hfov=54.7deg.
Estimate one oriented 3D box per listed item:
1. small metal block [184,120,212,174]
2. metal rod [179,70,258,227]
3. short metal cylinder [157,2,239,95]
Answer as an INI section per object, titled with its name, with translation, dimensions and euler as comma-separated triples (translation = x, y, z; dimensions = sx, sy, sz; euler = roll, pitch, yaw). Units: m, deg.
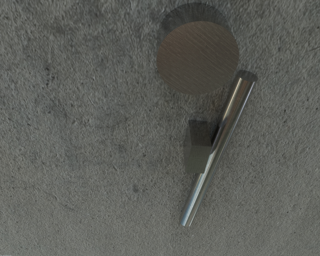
[small metal block]
translation = 0.048, 0.025, 0.413
dimensions = 0.025, 0.050, 0.050
euler = 4, 130, -4
[metal rod]
translation = 0.073, 0.051, 0.452
dimensions = 0.025, 0.025, 0.298
euler = 8, 130, -7
[short metal cylinder]
translation = 0.037, -0.082, 0.322
dimensions = 0.081, 0.050, 0.079
euler = 0, 130, 0
